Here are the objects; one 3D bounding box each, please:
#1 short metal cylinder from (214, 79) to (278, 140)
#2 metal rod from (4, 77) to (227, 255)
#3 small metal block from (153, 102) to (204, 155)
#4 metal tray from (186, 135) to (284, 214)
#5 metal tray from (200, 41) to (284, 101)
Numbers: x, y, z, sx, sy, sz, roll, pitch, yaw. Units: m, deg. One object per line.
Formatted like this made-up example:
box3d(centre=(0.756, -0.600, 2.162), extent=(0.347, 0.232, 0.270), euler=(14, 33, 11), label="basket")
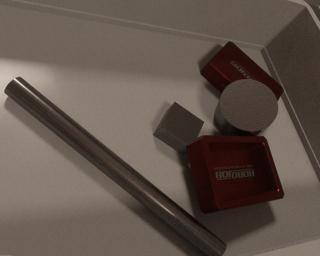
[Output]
box3d(centre=(0.124, -0.024, 0.454), extent=(0.081, 0.050, 0.080), euler=(0, 70, 0), label="short metal cylinder")
box3d(centre=(-0.048, 0.048, 0.351), extent=(0.300, 0.025, 0.025), euler=(39, 51, -2), label="metal rod")
box3d(centre=(0.026, 0.000, 0.421), extent=(0.050, 0.025, 0.050), euler=(34, 51, -6), label="small metal block")
box3d(centre=(0.101, 0.057, 0.406), extent=(0.131, 0.030, 0.090), euler=(2, 68, -36), label="metal tray")
box3d(centre=(0.143, -0.080, 0.531), extent=(0.130, 0.030, 0.090), euler=(42, 51, 0), label="metal tray")
